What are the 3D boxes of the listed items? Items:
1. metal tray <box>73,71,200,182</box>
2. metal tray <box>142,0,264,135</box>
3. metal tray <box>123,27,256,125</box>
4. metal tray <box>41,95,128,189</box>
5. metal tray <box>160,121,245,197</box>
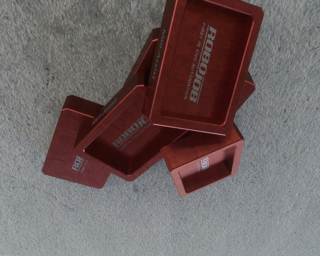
[{"bbox_3d":[-0.029,0.004,0.369,0.090,0.030,0.130,34,122,-26],"label":"metal tray"},{"bbox_3d":[0.041,-0.063,0.307,0.091,0.030,0.129,9,103,-21],"label":"metal tray"},{"bbox_3d":[0.032,-0.048,0.365,0.131,0.030,0.089,21,127,-18],"label":"metal tray"},{"bbox_3d":[-0.101,0.025,0.424,0.091,0.030,0.129,19,127,-16],"label":"metal tray"},{"bbox_3d":[0.056,0.044,0.399,0.090,0.030,0.130,-23,153,-2],"label":"metal tray"}]
